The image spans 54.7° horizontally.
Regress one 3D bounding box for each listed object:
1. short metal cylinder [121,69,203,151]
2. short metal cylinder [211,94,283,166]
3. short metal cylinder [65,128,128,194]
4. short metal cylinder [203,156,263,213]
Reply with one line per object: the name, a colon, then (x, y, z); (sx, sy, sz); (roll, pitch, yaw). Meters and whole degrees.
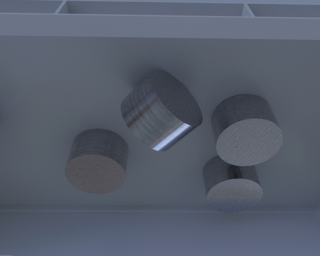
short metal cylinder: (0.003, -0.020, 0.356); (0.080, 0.080, 0.050); (34, 122, -26)
short metal cylinder: (0.109, 0.003, 0.396); (0.081, 0.050, 0.079); (0, 130, 0)
short metal cylinder: (-0.086, 0.047, 0.432); (0.081, 0.050, 0.079); (0, 130, 0)
short metal cylinder: (0.107, 0.083, 0.464); (0.081, 0.050, 0.079); (0, 130, 0)
